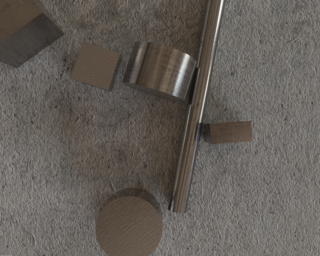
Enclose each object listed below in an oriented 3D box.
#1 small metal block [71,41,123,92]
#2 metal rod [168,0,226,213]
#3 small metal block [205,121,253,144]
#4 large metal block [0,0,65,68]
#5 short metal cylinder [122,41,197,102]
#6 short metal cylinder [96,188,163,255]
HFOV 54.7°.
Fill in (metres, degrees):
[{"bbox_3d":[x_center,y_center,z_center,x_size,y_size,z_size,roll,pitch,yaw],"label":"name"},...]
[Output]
[{"bbox_3d":[-0.083,-0.080,0.409,0.050,0.025,0.050,18,90,0],"label":"small metal block"},{"bbox_3d":[0.050,-0.038,0.410,0.025,0.025,0.298,11,90,0],"label":"metal rod"},{"bbox_3d":[0.086,0.005,0.398,0.050,0.050,0.025,-4,90,0],"label":"small metal block"},{"bbox_3d":[-0.177,-0.124,0.381,0.080,0.080,0.050,-36,90,0],"label":"large metal block"},{"bbox_3d":[-0.001,-0.068,0.383,0.080,0.080,0.050,17,90,0],"label":"short metal cylinder"},{"bbox_3d":[-0.037,0.122,0.397,0.081,0.050,0.080,0,90,0],"label":"short metal cylinder"}]
